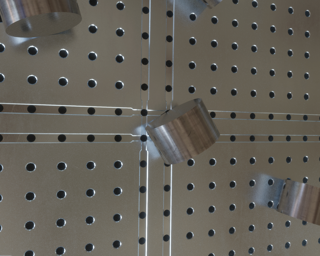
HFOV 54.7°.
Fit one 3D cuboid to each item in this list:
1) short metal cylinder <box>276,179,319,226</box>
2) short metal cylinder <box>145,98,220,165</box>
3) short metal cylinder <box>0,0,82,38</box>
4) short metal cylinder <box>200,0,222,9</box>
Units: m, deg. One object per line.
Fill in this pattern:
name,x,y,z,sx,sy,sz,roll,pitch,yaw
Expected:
short metal cylinder,0.222,0.113,0.465,0.081,0.080,0.050,19,84,-19
short metal cylinder,0.029,0.003,0.394,0.080,0.080,0.050,-32,101,-17
short metal cylinder,-0.131,-0.135,0.335,0.081,0.080,0.050,-17,96,-19
short metal cylinder,0.076,-0.207,0.411,0.050,0.080,0.080,39,78,-16
